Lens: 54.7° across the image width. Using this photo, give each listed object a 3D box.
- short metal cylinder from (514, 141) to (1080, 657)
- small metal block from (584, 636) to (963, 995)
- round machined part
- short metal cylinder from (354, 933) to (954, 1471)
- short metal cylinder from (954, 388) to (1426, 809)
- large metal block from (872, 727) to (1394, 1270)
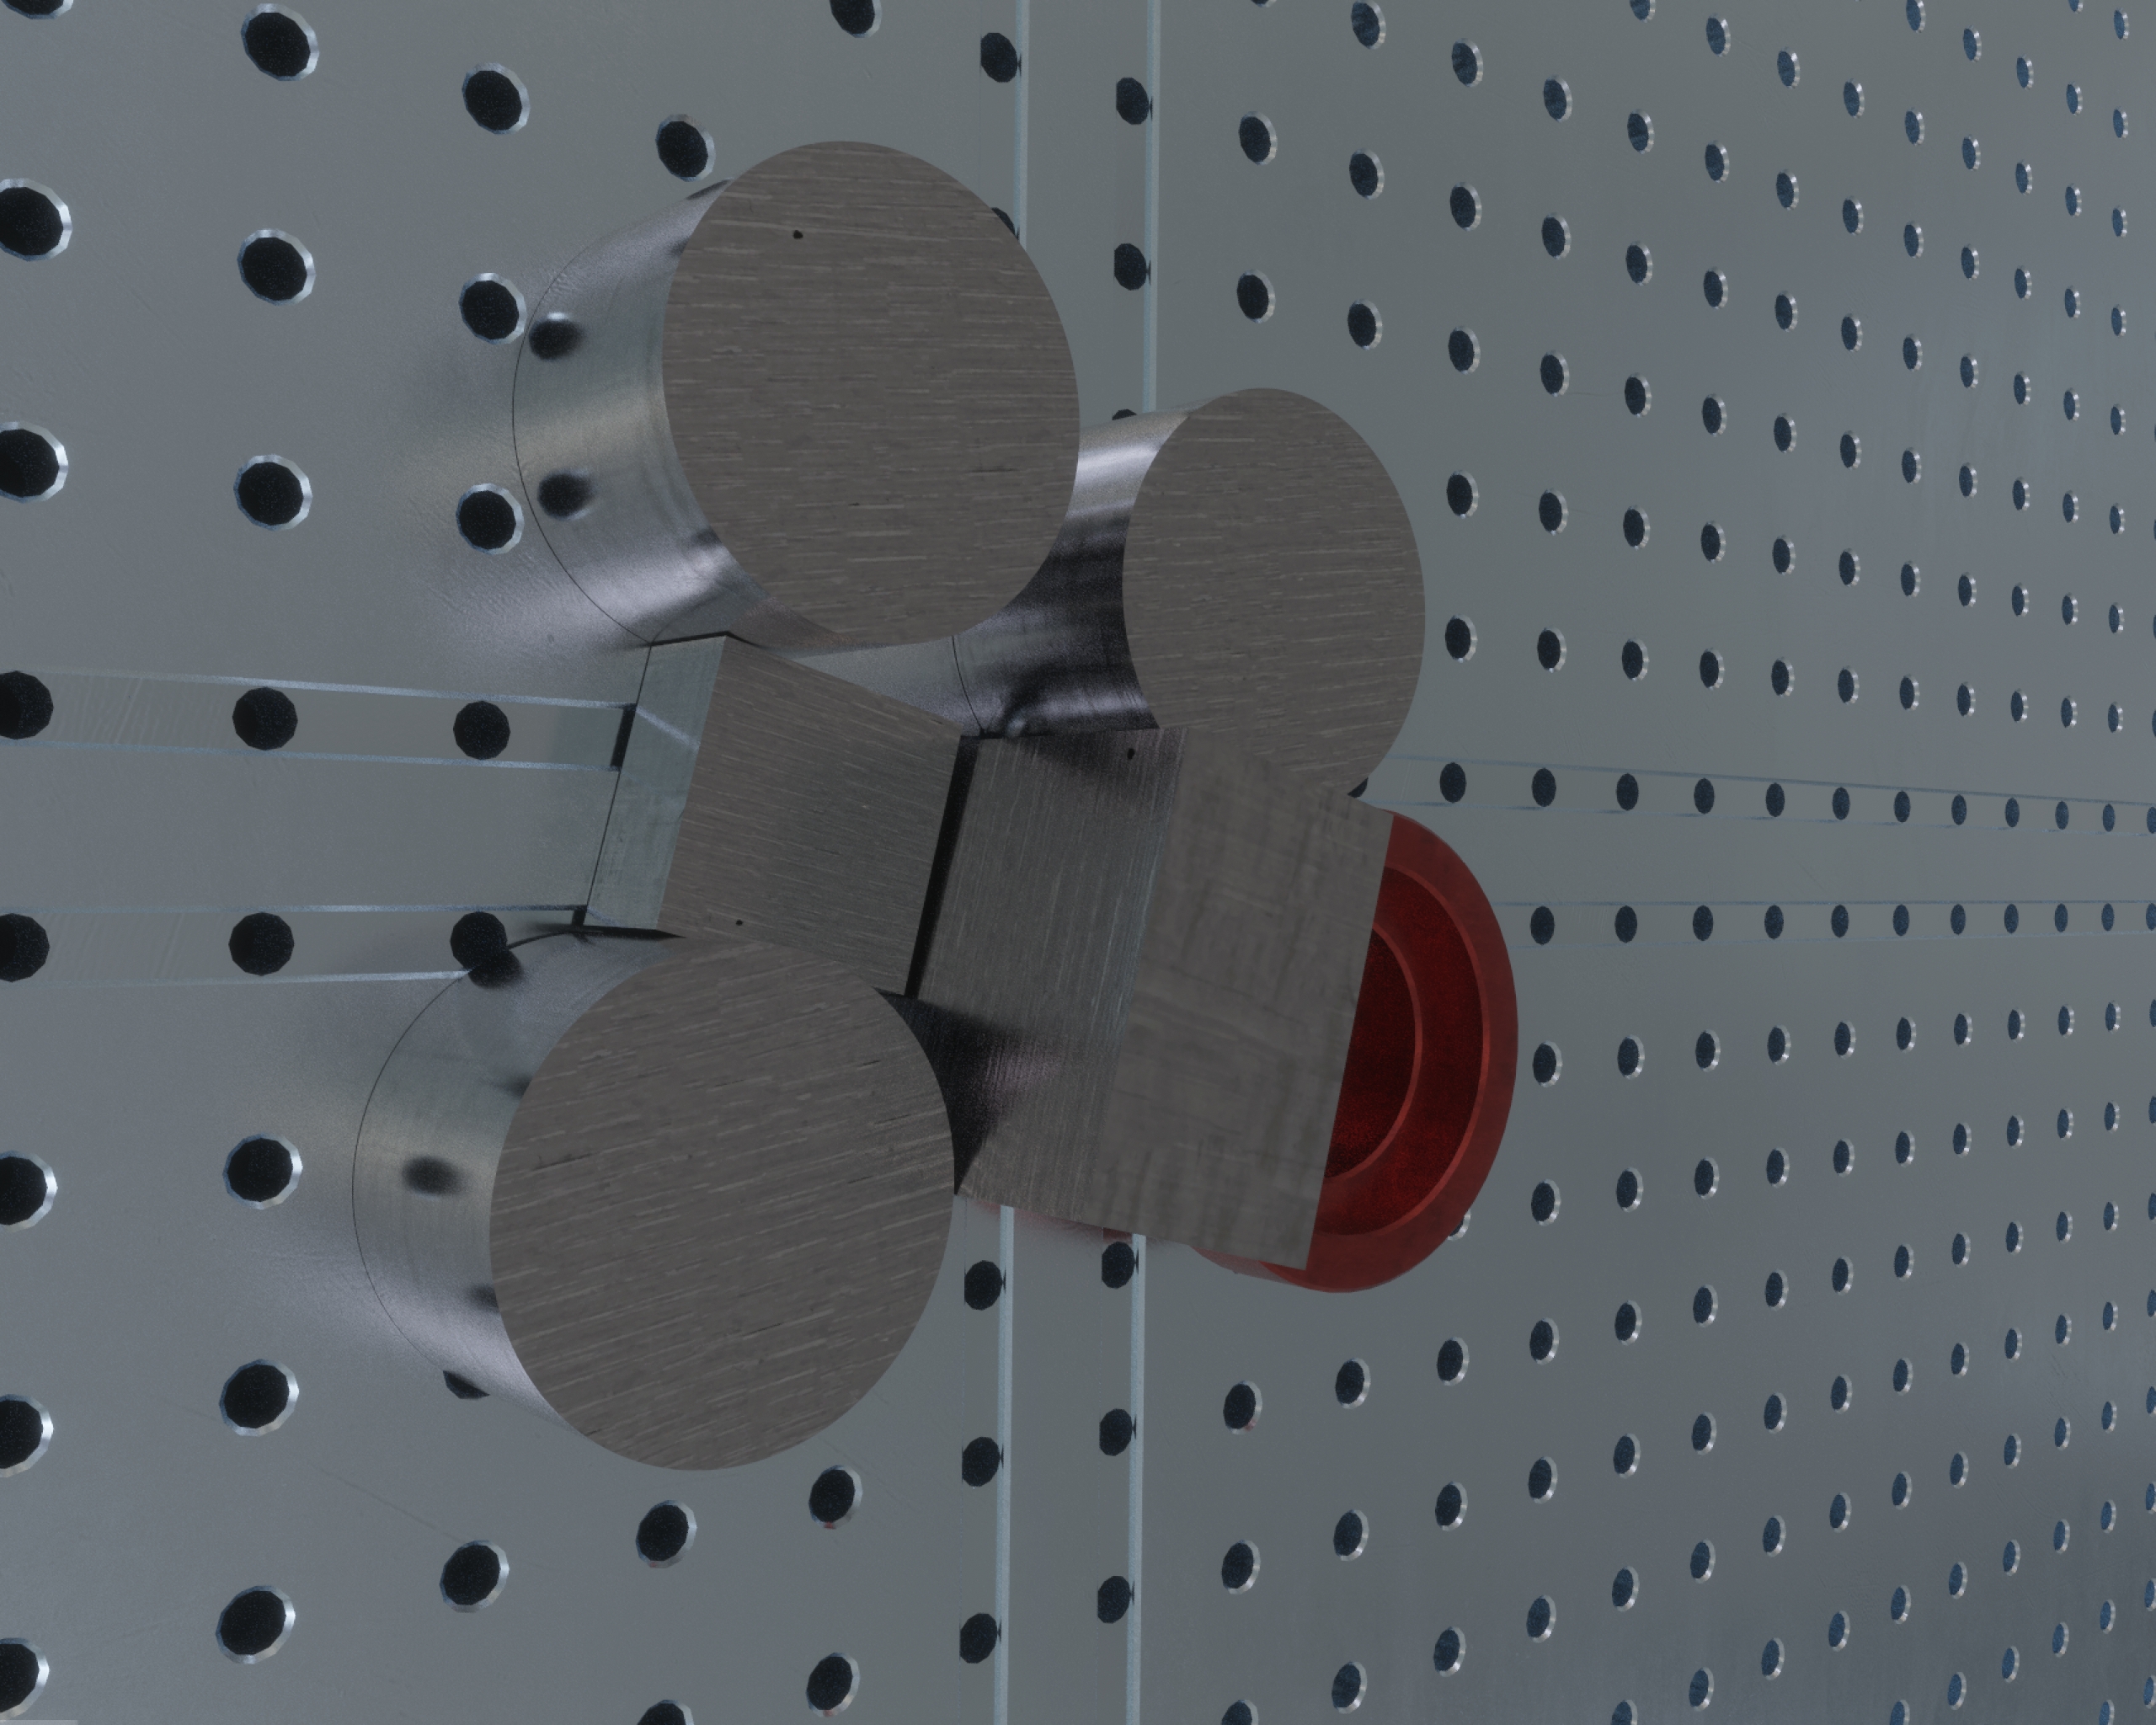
[{"bbox_3d":[-0.047,-0.075,0.353,0.081,0.050,0.080,0,90,-40],"label":"short metal cylinder"},{"bbox_3d":[-0.052,-0.007,0.365,0.050,0.025,0.050,19,78,-38],"label":"small metal block"},{"bbox_3d":[0.044,0.037,0.435,0.099,0.042,0.097,0,90,-40],"label":"round machined part"},{"bbox_3d":[-0.067,0.052,0.336,0.081,0.050,0.080,0,90,-40],"label":"short metal cylinder"},{"bbox_3d":[0.023,-0.049,0.411,0.081,0.050,0.080,0,90,-40],"label":"short metal cylinder"},{"bbox_3d":[0.002,0.023,0.371,0.050,0.080,0.080,20,77,-38],"label":"large metal block"}]
